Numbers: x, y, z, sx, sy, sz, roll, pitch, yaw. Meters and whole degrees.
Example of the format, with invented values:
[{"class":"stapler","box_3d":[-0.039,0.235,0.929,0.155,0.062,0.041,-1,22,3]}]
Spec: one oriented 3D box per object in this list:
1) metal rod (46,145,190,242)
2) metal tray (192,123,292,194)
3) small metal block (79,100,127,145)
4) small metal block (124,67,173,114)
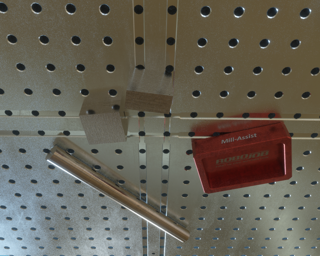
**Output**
[{"class":"metal rod","box_3d":[-0.054,0.119,0.512,0.025,0.025,0.301,-35,123,25]},{"class":"metal tray","box_3d":[0.120,0.047,0.450,0.131,0.030,0.090,-12,129,10]},{"class":"small metal block","box_3d":[-0.072,-0.007,0.405,0.050,0.025,0.050,-5,130,3]},{"class":"small metal block","box_3d":[-0.013,-0.044,0.358,0.050,0.050,0.025,7,130,-6]}]
